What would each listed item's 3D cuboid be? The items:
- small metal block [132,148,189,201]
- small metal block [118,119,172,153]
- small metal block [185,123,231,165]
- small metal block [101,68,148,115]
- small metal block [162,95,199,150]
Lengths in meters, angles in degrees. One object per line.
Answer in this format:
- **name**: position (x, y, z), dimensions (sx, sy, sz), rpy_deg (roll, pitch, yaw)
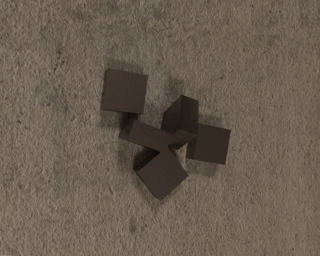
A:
- **small metal block**: position (0.001, 0.059, 0.411), dimensions (0.050, 0.025, 0.050), rpy_deg (-40, 103, -16)
- **small metal block**: position (-0.020, 0.010, 0.389), dimensions (0.050, 0.050, 0.025), rpy_deg (21, 83, -19)
- **small metal block**: position (0.068, 0.022, 0.436), dimensions (0.050, 0.025, 0.050), rpy_deg (11, 86, -20)
- **small metal block**: position (-0.046, -0.045, 0.393), dimensions (0.050, 0.025, 0.050), rpy_deg (7, 88, -20)
- **small metal block**: position (0.025, -0.006, 0.397), dimensions (0.025, 0.050, 0.050), rpy_deg (18, 58, -20)
